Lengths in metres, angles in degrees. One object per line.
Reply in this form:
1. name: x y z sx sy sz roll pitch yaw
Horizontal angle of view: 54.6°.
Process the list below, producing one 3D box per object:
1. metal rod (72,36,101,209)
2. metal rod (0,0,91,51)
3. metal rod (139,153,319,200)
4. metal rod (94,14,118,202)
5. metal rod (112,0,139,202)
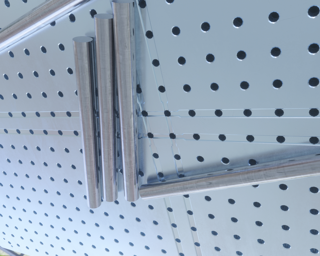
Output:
1. metal rod: -0.108 0.011 0.475 0.025 0.025 0.298 17 125 18
2. metal rod: -0.159 -0.144 0.406 0.300 0.025 0.025 -12 112 33
3. metal rod: 0.094 0.065 0.401 0.300 0.025 0.025 -17 110 34
4. metal rod: -0.075 -0.007 0.446 0.025 0.025 0.298 17 125 18
5. metal rod: -0.043 -0.015 0.425 0.025 0.025 0.298 14 124 20
